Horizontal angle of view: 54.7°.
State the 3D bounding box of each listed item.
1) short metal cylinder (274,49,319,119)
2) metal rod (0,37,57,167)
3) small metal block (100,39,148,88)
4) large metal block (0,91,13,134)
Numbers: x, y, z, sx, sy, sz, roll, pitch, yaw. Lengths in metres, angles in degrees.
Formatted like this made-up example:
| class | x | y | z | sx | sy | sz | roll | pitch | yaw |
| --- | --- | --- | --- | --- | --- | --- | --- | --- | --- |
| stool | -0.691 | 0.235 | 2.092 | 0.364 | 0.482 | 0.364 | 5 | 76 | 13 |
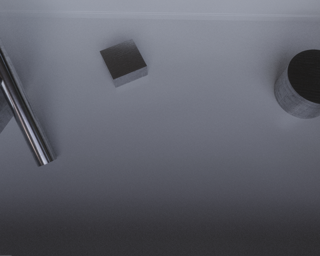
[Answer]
| class | x | y | z | sx | sy | sz | roll | pitch | yaw |
| --- | --- | --- | --- | --- | --- | --- | --- | --- | --- |
| short metal cylinder | 0.204 | -0.058 | 0.420 | 0.081 | 0.050 | 0.080 | 0 | 70 | 0 |
| metal rod | -0.200 | -0.093 | 0.376 | 0.025 | 0.025 | 0.299 | -24 | 97 | -9 |
| small metal block | -0.051 | -0.093 | 0.443 | 0.050 | 0.025 | 0.050 | -24 | 72 | -9 |
| large metal block | -0.243 | -0.038 | 0.391 | 0.080 | 0.080 | 0.050 | 25 | 72 | 8 |
